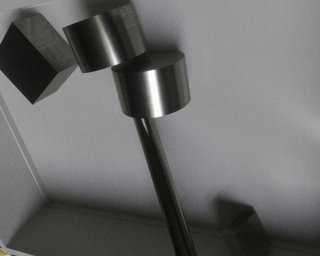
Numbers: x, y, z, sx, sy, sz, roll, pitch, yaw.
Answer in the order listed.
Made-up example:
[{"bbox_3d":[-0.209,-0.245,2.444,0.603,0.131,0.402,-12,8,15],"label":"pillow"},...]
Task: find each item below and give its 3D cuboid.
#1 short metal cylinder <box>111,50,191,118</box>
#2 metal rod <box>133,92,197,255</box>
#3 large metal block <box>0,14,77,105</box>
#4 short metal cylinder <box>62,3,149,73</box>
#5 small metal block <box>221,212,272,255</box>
[{"bbox_3d":[-0.009,-0.051,0.345,0.080,0.080,0.050,3,120,26],"label":"short metal cylinder"},{"bbox_3d":[0.014,0.099,0.379,0.025,0.025,0.299,-24,80,36],"label":"metal rod"},{"bbox_3d":[-0.167,-0.092,0.422,0.080,0.050,0.080,49,128,-7],"label":"large metal block"},{"bbox_3d":[-0.059,-0.099,0.341,0.080,0.080,0.050,-6,115,30],"label":"short metal cylinder"},{"bbox_3d":[0.116,0.148,0.414,0.025,0.050,0.050,-21,98,54],"label":"small metal block"}]
